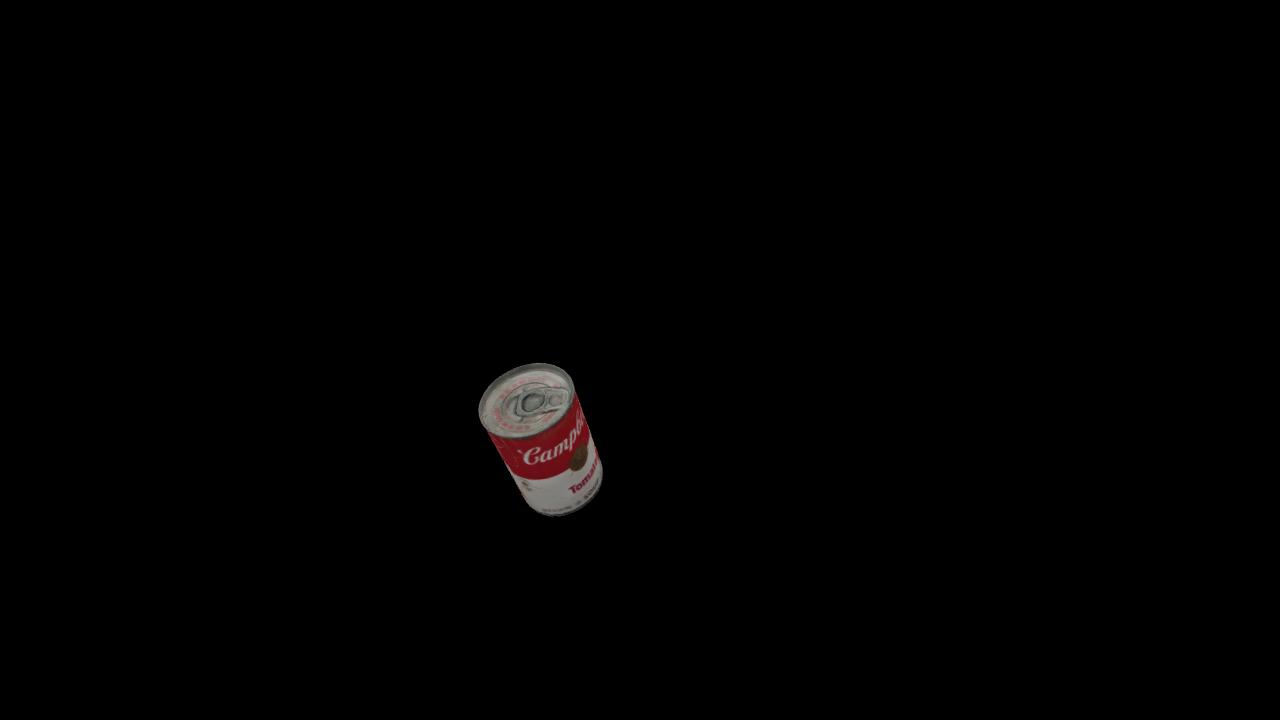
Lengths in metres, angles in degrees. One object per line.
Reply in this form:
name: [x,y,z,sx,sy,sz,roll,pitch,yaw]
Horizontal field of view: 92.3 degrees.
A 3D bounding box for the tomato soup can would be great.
tomato soup can: [-0.069,0.061,0.451,0.068,0.101,0.068,-7,44,6]
